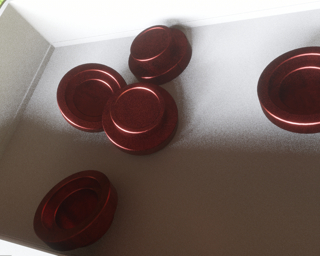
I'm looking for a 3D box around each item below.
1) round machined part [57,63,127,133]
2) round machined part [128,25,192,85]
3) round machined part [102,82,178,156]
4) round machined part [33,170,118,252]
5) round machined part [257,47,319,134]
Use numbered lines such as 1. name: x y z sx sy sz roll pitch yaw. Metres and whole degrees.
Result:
1. round machined part: -0.095 -0.040 0.447 0.099 0.042 0.098 3 75 -11
2. round machined part: -0.005 -0.116 0.467 0.098 0.042 0.098 -13 56 20
3. round machined part: -0.026 -0.017 0.397 0.099 0.042 0.098 -1 67 4
4. round machined part: -0.094 0.101 0.369 0.098 0.042 0.098 -17 37 13
5. round machined part: 0.159 -0.036 0.334 0.098 0.042 0.098 -13 56 20
